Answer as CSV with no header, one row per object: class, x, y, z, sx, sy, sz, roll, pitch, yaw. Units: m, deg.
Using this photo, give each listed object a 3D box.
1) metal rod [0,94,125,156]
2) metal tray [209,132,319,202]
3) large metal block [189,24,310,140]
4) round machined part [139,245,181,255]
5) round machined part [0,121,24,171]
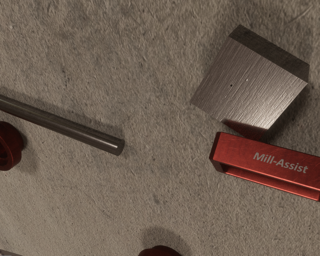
metal rod,-0.195,-0.018,0.495,0.301,0.025,0.025,19,126,16
metal tray,0.124,0.044,0.330,0.130,0.030,0.090,15,169,19
large metal block,0.090,-0.045,0.315,0.080,0.050,0.079,33,129,6
round machined part,0.006,0.246,0.544,0.098,0.042,0.097,13,124,20
round machined part,-0.289,0.026,0.561,0.098,0.042,0.097,13,124,20
